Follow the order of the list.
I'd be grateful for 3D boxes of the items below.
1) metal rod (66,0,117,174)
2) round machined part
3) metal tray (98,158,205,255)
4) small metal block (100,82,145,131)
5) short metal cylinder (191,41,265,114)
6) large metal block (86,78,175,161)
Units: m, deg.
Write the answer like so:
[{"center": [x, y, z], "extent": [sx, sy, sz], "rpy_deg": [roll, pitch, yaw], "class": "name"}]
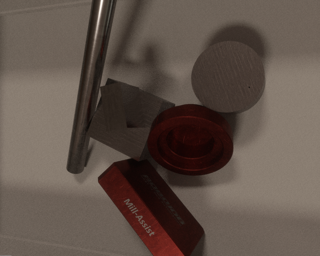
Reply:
[{"center": [-0.084, -0.061, 0.377], "extent": [0.025, 0.025, 0.298], "rpy_deg": [30, 123, 17], "class": "metal rod"}, {"center": [0.037, 0.010, 0.370], "extent": [0.099, 0.042, 0.097], "rpy_deg": [6, 133, 6], "class": "round machined part"}, {"center": [-0.007, 0.096, 0.377], "extent": [0.030, 0.090, 0.130], "rpy_deg": [-44, 77, 15], "class": "metal tray"}, {"center": [-0.042, -0.023, 0.358], "extent": [0.025, 0.050, 0.050], "rpy_deg": [-10, 87, 19], "class": "small metal block"}, {"center": [0.082, -0.057, 0.368], "extent": [0.080, 0.050, 0.079], "rpy_deg": [0, 90, 19], "class": "short metal cylinder"}, {"center": [-0.038, -0.012, 0.410], "extent": [0.080, 0.050, 0.080], "rpy_deg": [25, 98, 18], "class": "large metal block"}]
